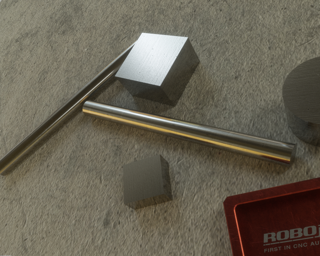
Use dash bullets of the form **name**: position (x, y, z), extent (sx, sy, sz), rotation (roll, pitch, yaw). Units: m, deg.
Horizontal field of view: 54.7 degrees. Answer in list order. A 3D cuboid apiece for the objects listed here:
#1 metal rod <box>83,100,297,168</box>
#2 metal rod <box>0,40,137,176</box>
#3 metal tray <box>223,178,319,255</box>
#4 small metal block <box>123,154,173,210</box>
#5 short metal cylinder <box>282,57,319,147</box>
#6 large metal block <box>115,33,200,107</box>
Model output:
- **metal rod**: position (0.013, -0.001, 0.396), extent (0.300, 0.025, 0.025), rotation (14, 69, 33)
- **metal rod**: position (-0.143, -0.033, 0.496), extent (0.300, 0.025, 0.025), rotation (-42, 51, -1)
- **metal tray**: position (0.130, 0.095, 0.273), extent (0.130, 0.030, 0.090), rotation (-17, 55, 18)
- **small metal block**: position (-0.015, 0.065, 0.371), extent (0.050, 0.025, 0.050), rotation (-18, 55, 17)
- **short metal cylinder**: position (0.170, -0.026, 0.315), extent (0.080, 0.050, 0.080), rotation (-13, 56, 20)
- **large metal block**: position (-0.003, -0.084, 0.440), extent (0.080, 0.050, 0.080), rotation (17, 71, 34)
